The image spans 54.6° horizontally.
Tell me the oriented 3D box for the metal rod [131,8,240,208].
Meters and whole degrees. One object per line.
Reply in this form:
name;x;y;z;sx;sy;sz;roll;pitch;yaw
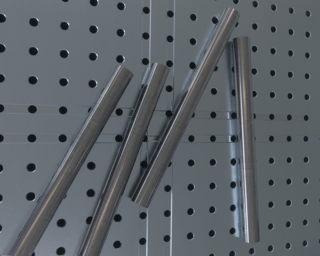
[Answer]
metal rod;0.039;-0.034;0.426;0.025;0.025;0.299;29;80;-18

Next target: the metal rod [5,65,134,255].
metal rod;-0.114;0.057;0.370;0.025;0.025;0.300;31;80;-17

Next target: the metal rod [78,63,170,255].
metal rod;-0.050;0.058;0.393;0.025;0.025;0.299;23;82;-19

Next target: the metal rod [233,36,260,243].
metal rod;0.128;0.018;0.459;0.025;0.025;0.298;-4;91;-20
